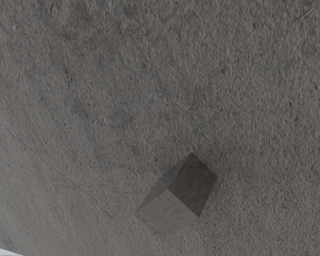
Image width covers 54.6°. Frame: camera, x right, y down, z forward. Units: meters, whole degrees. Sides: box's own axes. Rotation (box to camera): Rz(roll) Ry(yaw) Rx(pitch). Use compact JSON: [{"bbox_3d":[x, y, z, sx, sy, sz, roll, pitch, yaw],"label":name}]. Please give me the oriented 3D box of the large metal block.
[{"bbox_3d":[0.022,0.090,0.416,0.050,0.080,0.080,43,129,-2],"label":"large metal block"}]
